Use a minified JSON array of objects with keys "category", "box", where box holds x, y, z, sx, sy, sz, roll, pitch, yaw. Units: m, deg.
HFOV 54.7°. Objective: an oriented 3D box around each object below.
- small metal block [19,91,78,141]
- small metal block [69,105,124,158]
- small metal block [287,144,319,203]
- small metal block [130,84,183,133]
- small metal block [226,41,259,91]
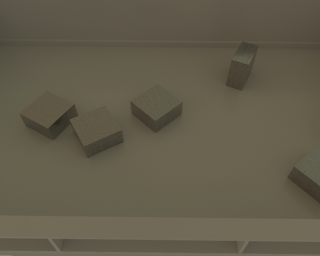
[{"category":"small metal block","box":[-0.149,-0.018,0.419,0.050,0.025,0.050,24,54,19]},{"category":"small metal block","box":[-0.082,0.004,0.401,0.050,0.025,0.050,-24,54,-19]},{"category":"small metal block","box":[0.188,0.054,0.361,0.050,0.025,0.050,-32,57,-24]},{"category":"small metal block","box":[-0.005,-0.028,0.428,0.050,0.025,0.050,-36,59,-26]},{"category":"small metal block","box":[0.124,-0.094,0.468,0.025,0.050,0.050,22,53,17]}]
